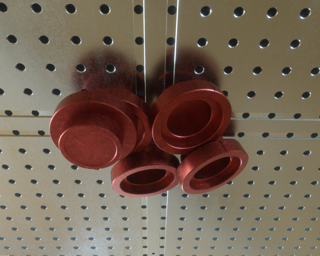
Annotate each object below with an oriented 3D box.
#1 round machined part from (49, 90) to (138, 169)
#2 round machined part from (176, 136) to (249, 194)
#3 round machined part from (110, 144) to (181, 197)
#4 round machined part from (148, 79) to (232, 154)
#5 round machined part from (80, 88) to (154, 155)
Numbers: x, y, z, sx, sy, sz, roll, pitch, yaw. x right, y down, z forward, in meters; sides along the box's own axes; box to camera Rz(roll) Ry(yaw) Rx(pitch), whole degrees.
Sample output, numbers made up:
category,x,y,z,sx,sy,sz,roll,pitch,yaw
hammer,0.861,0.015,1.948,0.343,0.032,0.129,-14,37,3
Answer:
category,x,y,z,sx,sy,sz,roll,pitch,yaw
round machined part,-0.075,0.009,0.351,0.099,0.042,0.097,-1,130,0
round machined part,0.067,0.046,0.425,0.099,0.042,0.097,-17,143,-13
round machined part,-0.020,0.058,0.438,0.099,0.042,0.098,-8,145,-6
round machined part,0.032,-0.017,0.375,0.099,0.042,0.097,-11,133,-12
round machined part,-0.057,-0.010,0.391,0.099,0.042,0.097,-1,130,0
